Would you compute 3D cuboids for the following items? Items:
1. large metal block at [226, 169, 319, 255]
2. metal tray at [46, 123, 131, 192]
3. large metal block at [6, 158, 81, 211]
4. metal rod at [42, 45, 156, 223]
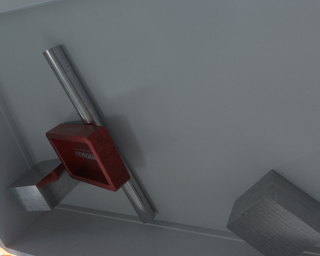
[{"bbox_3d":[0.144,0.112,0.386,0.080,0.050,0.079,36,129,4],"label":"large metal block"},{"bbox_3d":[-0.110,0.040,0.460,0.130,0.030,0.090,3,124,46],"label":"metal tray"},{"bbox_3d":[-0.198,0.097,0.534,0.080,0.080,0.050,-11,113,32],"label":"large metal block"},{"bbox_3d":[-0.083,0.021,0.462,0.025,0.025,0.299,-15,111,34],"label":"metal rod"}]
